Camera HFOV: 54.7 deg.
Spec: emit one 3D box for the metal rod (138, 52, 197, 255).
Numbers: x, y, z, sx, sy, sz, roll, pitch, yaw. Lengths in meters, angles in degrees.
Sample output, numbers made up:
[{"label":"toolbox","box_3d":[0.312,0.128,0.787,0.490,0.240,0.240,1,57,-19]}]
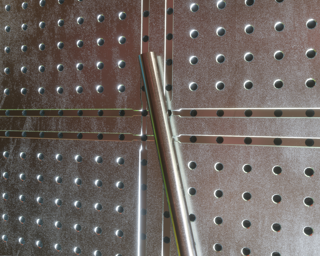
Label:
[{"label":"metal rod","box_3d":[0.012,0.048,0.407,0.025,0.025,0.298,-13,86,19]}]
